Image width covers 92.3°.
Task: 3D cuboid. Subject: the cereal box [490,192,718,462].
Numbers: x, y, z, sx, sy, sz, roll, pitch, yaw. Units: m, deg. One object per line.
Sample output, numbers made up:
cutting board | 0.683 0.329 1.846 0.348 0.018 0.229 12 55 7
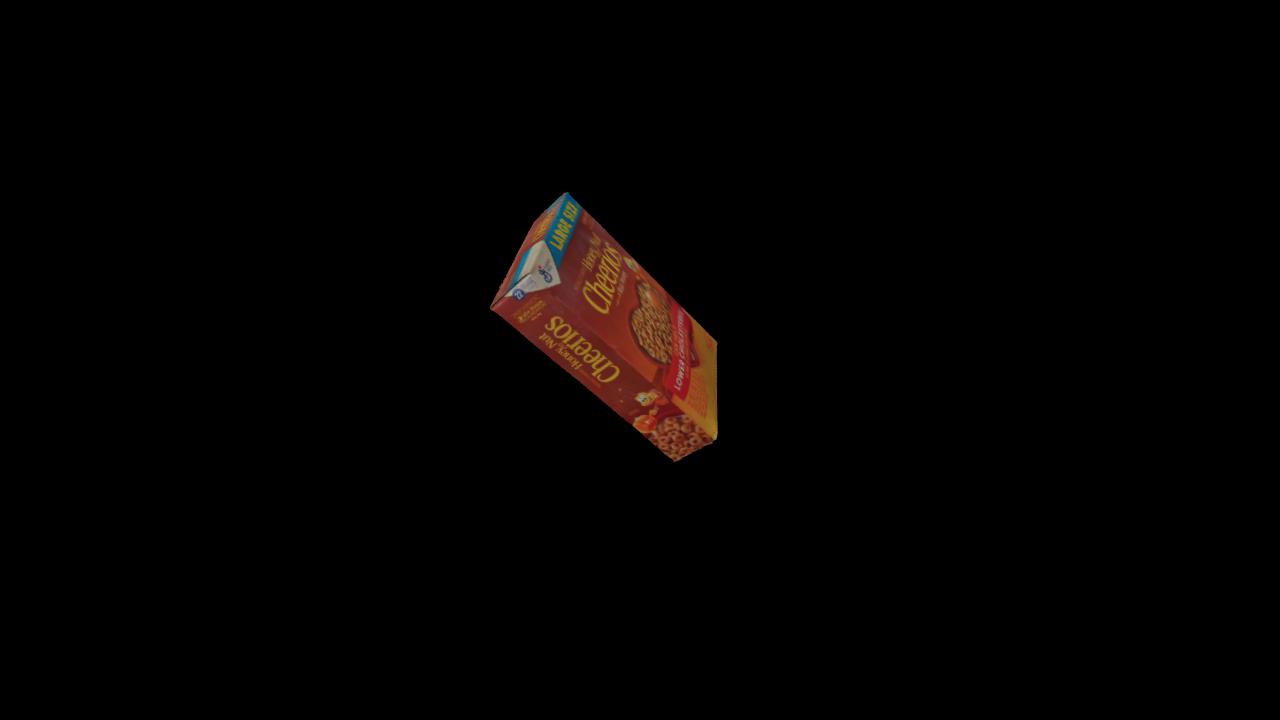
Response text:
cereal box | -0.024 -0.042 0.765 0.081 0.306 0.203 -33 27 28
